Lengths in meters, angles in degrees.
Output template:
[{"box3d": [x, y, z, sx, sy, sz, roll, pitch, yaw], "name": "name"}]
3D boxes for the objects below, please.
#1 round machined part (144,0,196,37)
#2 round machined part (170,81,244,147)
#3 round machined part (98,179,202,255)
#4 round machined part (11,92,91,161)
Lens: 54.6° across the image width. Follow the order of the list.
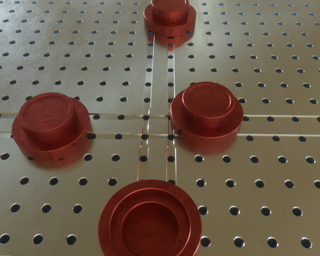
[{"box3d": [0.019, -0.217, 0.579, 0.099, 0.042, 0.098, 0, 50, 0], "name": "round machined part"}, {"box3d": [0.063, -0.025, 0.418, 0.099, 0.042, 0.098, 0, 50, 0], "name": "round machined part"}, {"box3d": [-0.009, 0.104, 0.309, 0.099, 0.042, 0.098, 0, 50, 0], "name": "round machined part"}, {"box3d": [-0.142, -0.009, 0.403, 0.099, 0.042, 0.098, 0, 50, 0], "name": "round machined part"}]
